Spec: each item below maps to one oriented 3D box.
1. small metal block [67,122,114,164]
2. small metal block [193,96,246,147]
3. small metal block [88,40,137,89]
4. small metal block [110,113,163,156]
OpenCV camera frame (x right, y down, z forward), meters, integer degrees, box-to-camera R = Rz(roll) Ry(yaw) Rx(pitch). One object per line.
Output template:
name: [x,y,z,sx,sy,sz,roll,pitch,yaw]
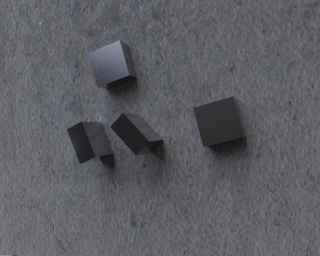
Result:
small metal block: [-0.095,0.019,0.428,0.025,0.050,0.050,-26,82,18]
small metal block: [0.074,-0.007,0.383,0.050,0.025,0.050,-16,85,19]
small metal block: [-0.066,-0.087,0.431,0.050,0.025,0.050,-17,84,18]
small metal block: [-0.029,0.007,0.405,0.050,0.050,0.025,46,104,14]
